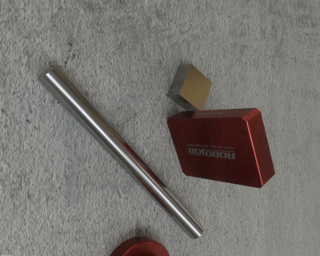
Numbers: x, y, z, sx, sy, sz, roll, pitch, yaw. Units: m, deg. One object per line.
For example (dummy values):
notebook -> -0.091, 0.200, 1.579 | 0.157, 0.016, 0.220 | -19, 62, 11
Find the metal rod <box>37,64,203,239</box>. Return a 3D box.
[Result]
metal rod -> -0.031, 0.047, 0.380 | 0.300, 0.025, 0.025 | 51, 60, -28

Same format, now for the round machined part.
round machined part -> -0.021, 0.188, 0.379 | 0.099, 0.042, 0.097 | 0, 90, -40

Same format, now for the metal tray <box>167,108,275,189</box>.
metal tray -> 0.074, 0.023, 0.401 | 0.030, 0.130, 0.089 | -30, 109, -36

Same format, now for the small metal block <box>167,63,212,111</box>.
small metal block -> 0.043, -0.056, 0.443 | 0.050, 0.025, 0.050 | 34, 69, -35
